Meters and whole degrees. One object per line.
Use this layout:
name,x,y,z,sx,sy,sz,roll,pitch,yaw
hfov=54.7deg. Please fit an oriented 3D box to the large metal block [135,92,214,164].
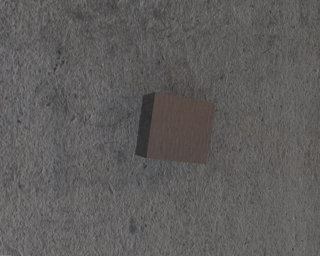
large metal block,0.018,0.001,0.405,0.081,0.050,0.080,8,87,-20
